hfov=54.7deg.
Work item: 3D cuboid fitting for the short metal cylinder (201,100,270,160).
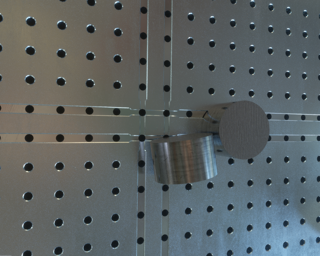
[{"bbox_3d":[0.106,0.003,0.440,0.081,0.050,0.079,0,90,-20],"label":"short metal cylinder"}]

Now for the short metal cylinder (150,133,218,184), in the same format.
[{"bbox_3d":[0.030,0.037,0.396,0.081,0.080,0.050,-9,93,-20],"label":"short metal cylinder"}]
